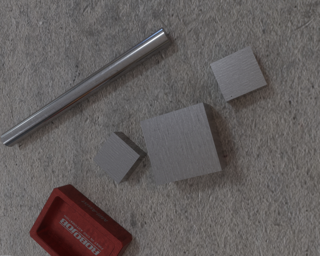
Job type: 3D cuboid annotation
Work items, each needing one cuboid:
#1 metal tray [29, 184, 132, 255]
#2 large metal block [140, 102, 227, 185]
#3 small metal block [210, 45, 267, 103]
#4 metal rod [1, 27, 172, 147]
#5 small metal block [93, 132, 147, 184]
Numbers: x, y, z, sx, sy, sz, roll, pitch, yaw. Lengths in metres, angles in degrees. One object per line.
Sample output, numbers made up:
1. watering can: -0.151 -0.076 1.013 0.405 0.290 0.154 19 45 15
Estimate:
1. metal tray: -0.116 0.155 0.445 0.130 0.030 0.090 34 101 16
2. large metal block: 0.031 0.020 0.384 0.080 0.050 0.080 -16 85 19
3. small metal block: 0.095 -0.063 0.375 0.050 0.025 0.050 -23 83 18
4. metal rod: -0.116 -0.051 0.448 0.300 0.025 0.025 -29 81 17
5. small metal block: -0.055 0.040 0.427 0.050 0.025 0.050 40 102 15
